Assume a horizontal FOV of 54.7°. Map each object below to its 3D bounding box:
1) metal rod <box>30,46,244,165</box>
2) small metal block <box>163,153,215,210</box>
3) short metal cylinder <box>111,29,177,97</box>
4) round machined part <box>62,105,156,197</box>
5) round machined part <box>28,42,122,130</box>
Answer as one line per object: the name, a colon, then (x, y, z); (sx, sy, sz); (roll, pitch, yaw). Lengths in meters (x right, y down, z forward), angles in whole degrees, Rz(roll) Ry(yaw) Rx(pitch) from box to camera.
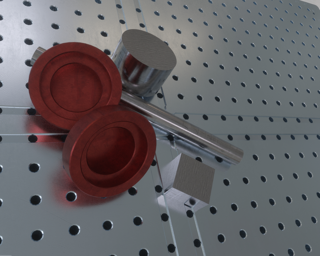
metal rod: (-0.020, -0.023, 0.411); (0.301, 0.025, 0.025); (26, 53, -12)
small metal block: (0.037, 0.067, 0.388); (0.050, 0.025, 0.050); (27, 52, -12)
short metal cylinder: (-0.025, -0.089, 0.424); (0.080, 0.050, 0.080); (20, 42, -19)
round machined part: (-0.056, 0.021, 0.332); (0.099, 0.097, 0.042); (-11, 28, -33)
round machined part: (-0.095, -0.045, 0.357); (0.099, 0.042, 0.097); (1, 86, -15)
